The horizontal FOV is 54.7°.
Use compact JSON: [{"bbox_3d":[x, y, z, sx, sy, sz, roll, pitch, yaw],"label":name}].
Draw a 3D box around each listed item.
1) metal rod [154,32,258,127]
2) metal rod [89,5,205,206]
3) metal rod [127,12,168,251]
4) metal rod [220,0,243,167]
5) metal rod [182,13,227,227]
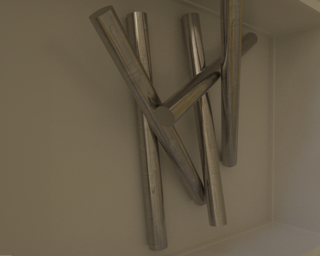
[{"bbox_3d":[0.082,-0.084,0.436,0.302,0.025,0.025,-43,117,-46],"label":"metal rod"},{"bbox_3d":[0.003,-0.002,0.376,0.025,0.025,0.299,-51,131,-28],"label":"metal rod"},{"bbox_3d":[-0.015,0.008,0.395,0.025,0.025,0.298,-9,96,-40],"label":"metal rod"},{"bbox_3d":[0.094,-0.060,0.415,0.025,0.025,0.298,-40,138,-33],"label":"metal rod"},{"bbox_3d":[0.063,-0.013,0.440,0.025,0.025,0.298,-6,87,-40],"label":"metal rod"}]
